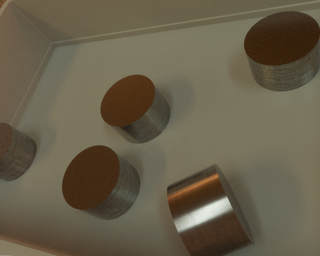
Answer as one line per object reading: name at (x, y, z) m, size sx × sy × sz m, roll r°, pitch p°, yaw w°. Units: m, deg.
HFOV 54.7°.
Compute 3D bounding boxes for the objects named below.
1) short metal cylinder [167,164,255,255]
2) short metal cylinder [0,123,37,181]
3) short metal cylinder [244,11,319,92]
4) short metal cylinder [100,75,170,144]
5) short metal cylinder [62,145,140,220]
short metal cylinder at (0.048, 0.081, 0.295) m, size 0.050 × 0.080 × 0.080 m, roll -27°, pitch 53°, yaw 11°
short metal cylinder at (-0.247, 0.039, 0.492) m, size 0.080 × 0.050 × 0.080 m, roll -13°, pitch 56°, yaw 20°
short metal cylinder at (0.146, -0.091, 0.368) m, size 0.080 × 0.050 × 0.080 m, roll -13°, pitch 56°, yaw 20°
short metal cylinder at (-0.033, -0.025, 0.421) m, size 0.080 × 0.050 × 0.080 m, roll -13°, pitch 56°, yaw 20°
short metal cylinder at (-0.072, 0.068, 0.384) m, size 0.080 × 0.050 × 0.080 m, roll -13°, pitch 56°, yaw 20°
